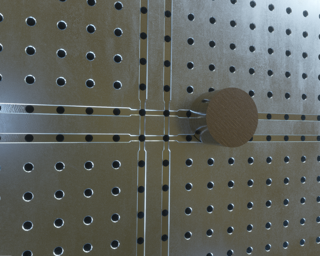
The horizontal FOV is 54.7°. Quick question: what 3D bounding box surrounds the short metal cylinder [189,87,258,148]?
[{"bbox_3d":[0.088,-0.014,0.433,0.081,0.050,0.079,0,90,-21],"label":"short metal cylinder"}]
